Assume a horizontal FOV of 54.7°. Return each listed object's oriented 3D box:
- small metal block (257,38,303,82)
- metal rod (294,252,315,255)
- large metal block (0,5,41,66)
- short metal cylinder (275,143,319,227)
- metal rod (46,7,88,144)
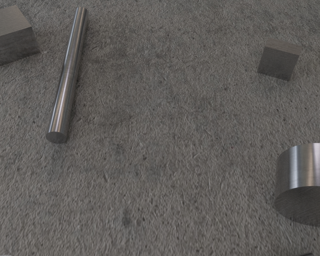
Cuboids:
[{"bbox_3d":[0.183,-0.105,0.477,0.050,0.050,0.025,20,53,16],"label":"small metal block"},{"bbox_3d":[-0.001,0.156,0.271,0.302,0.025,0.025,-10,51,-9],"label":"metal rod"},{"bbox_3d":[-0.258,-0.153,0.514,0.081,0.050,0.080,-27,55,-21],"label":"large metal block"},{"bbox_3d":[0.161,0.060,0.318,0.080,0.080,0.050,12,51,9],"label":"short metal cylinder"},{"bbox_3d":[-0.139,-0.102,0.488,0.025,0.025,0.300,-2,50,-2],"label":"metal rod"}]
